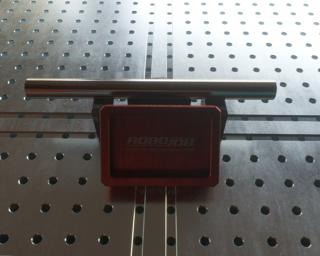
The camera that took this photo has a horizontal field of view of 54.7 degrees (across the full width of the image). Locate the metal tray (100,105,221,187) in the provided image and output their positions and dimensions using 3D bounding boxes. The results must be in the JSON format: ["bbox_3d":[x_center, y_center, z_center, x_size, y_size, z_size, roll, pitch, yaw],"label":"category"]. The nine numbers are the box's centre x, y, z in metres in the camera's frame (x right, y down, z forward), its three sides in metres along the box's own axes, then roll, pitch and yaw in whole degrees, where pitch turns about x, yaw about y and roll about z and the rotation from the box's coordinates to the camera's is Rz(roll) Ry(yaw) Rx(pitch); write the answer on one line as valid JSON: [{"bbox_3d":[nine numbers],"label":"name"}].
[{"bbox_3d":[0.000,0.019,0.352,0.131,0.089,0.030,0,7,0],"label":"metal tray"}]

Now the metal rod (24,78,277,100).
[{"bbox_3d":[-0.011,-0.048,0.382,0.302,0.025,0.025,0,50,0],"label":"metal rod"}]

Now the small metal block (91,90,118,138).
[{"bbox_3d":[-0.070,-0.022,0.409,0.025,0.050,0.050,-1,50,0],"label":"small metal block"}]

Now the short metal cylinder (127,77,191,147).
[{"bbox_3d":[-0.001,-0.022,0.409,0.080,0.050,0.080,0,50,0],"label":"short metal cylinder"}]

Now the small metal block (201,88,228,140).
[{"bbox_3d":[0.069,-0.019,0.408,0.025,0.050,0.050,-1,50,0],"label":"small metal block"}]
